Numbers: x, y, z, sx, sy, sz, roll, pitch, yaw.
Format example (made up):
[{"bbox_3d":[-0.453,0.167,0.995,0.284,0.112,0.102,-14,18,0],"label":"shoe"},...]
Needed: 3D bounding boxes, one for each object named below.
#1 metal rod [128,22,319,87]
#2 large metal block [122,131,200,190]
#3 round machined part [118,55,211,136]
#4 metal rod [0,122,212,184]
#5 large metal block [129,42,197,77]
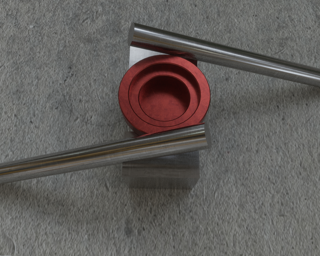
[{"bbox_3d":[0.109,-0.083,0.384,0.302,0.025,0.025,7,69,-21],"label":"metal rod"},{"bbox_3d":[0.001,0.041,0.365,0.081,0.080,0.050,1,70,0],"label":"large metal block"},{"bbox_3d":[0.005,-0.030,0.349,0.099,0.042,0.098,0,70,-1],"label":"round machined part"},{"bbox_3d":[-0.094,0.035,0.336,0.301,0.025,0.025,-12,69,19],"label":"metal rod"},{"bbox_3d":[0.004,-0.072,0.406,0.081,0.080,0.050,1,70,0],"label":"large metal block"}]
